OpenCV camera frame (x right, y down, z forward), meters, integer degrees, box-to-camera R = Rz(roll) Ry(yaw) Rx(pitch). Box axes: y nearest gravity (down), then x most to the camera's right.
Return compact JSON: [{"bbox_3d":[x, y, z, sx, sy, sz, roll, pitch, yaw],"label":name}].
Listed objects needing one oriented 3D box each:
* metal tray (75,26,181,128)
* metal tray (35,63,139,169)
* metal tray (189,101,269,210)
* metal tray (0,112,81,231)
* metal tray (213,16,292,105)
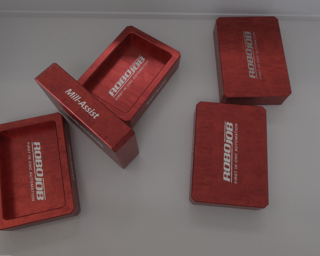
[{"bbox_3d":[-0.043,-0.072,0.426,0.090,0.030,0.130,32,68,10],"label":"metal tray"},{"bbox_3d":[-0.085,-0.012,0.378,0.130,0.090,0.030,40,75,13],"label":"metal tray"},{"bbox_3d":[0.087,0.034,0.395,0.091,0.030,0.130,5,70,2],"label":"metal tray"},{"bbox_3d":[-0.156,0.052,0.386,0.091,0.030,0.130,-12,71,-5],"label":"metal tray"},{"bbox_3d":[0.128,-0.097,0.443,0.091,0.030,0.130,-1,70,-1],"label":"metal tray"}]
